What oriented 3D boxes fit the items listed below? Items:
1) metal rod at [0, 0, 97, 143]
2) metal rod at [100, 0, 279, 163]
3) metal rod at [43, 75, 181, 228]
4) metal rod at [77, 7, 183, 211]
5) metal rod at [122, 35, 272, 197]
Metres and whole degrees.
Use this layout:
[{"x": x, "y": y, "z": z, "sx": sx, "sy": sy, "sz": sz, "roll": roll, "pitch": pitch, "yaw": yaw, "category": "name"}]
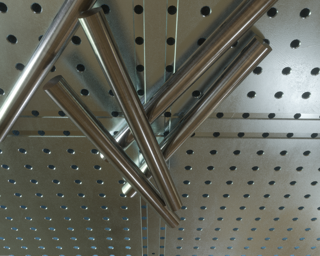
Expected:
[{"x": -0.127, "y": -0.078, "z": 0.342, "sx": 0.025, "sy": 0.025, "sz": 0.299, "roll": 32, "pitch": 123, "yaw": -24, "category": "metal rod"}, {"x": 0.019, "y": -0.049, "z": 0.369, "sx": 0.025, "sy": 0.025, "sz": 0.299, "roll": 31, "pitch": 123, "yaw": -24, "category": "metal rod"}, {"x": -0.047, "y": 0.052, "z": 0.420, "sx": 0.025, "sy": 0.025, "sz": 0.299, "roll": -22, "pitch": 127, "yaw": 17, "category": "metal rod"}, {"x": -0.022, "y": 0.004, "z": 0.380, "sx": 0.025, "sy": 0.025, "sz": 0.299, "roll": -14, "pitch": 127, "yaw": 11, "category": "metal rod"}, {"x": 0.031, "y": 0.004, "z": 0.415, "sx": 0.025, "sy": 0.025, "sz": 0.298, "roll": 26, "pitch": 125, "yaw": -21, "category": "metal rod"}]
